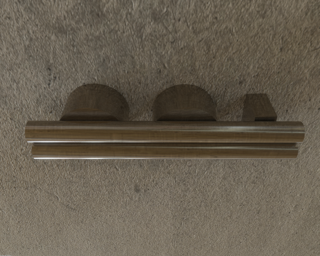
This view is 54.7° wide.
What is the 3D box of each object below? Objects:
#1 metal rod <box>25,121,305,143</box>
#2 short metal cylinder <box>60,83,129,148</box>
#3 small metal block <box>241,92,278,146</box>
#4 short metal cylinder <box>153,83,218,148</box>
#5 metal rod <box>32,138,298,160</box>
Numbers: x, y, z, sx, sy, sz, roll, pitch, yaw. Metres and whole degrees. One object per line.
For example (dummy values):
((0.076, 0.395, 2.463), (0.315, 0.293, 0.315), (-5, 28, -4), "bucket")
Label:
((0.006, 0.004, 0.346), (0.302, 0.025, 0.025), (0, 130, -1), "metal rod")
((-0.080, -0.008, 0.384), (0.081, 0.050, 0.079), (0, 130, 0), "short metal cylinder")
((0.121, -0.010, 0.387), (0.025, 0.050, 0.050), (-1, 130, 1), "small metal block")
((0.030, -0.008, 0.386), (0.081, 0.050, 0.079), (0, 130, 0), "short metal cylinder")
((0.006, 0.024, 0.363), (0.302, 0.025, 0.025), (0, 130, -1), "metal rod")
